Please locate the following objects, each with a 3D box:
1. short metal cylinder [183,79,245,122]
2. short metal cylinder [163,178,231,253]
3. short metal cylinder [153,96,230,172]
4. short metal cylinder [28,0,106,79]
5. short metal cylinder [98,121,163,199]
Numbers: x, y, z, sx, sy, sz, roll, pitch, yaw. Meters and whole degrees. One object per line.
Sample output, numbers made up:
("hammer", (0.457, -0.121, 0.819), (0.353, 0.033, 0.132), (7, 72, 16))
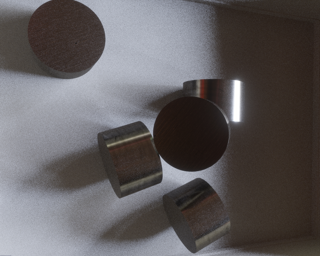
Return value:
("short metal cylinder", (0.070, -0.033, 0.408), (0.081, 0.080, 0.050), (2, 90, -20))
("short metal cylinder", (0.045, 0.111, 0.400), (0.050, 0.080, 0.080), (-24, 98, -19))
("short metal cylinder", (0.038, 0.005, 0.350), (0.080, 0.050, 0.079), (1, 93, 14))
("short metal cylinder", (-0.108, -0.100, 0.358), (0.081, 0.050, 0.079), (0, 90, -20))
("short metal cylinder", (-0.037, 0.037, 0.368), (0.050, 0.080, 0.080), (-18, 96, -19))
